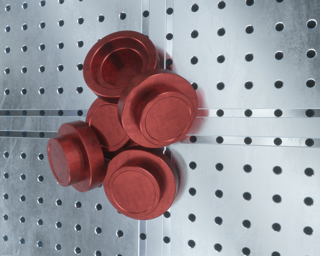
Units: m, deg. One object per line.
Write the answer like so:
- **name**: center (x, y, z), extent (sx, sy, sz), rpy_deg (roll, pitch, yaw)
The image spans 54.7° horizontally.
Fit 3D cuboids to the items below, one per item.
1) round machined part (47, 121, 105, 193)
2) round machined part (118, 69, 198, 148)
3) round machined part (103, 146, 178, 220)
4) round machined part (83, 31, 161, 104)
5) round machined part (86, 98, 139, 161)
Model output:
- **round machined part**: center (-0.119, 0.041, 0.419), extent (0.098, 0.042, 0.097), rpy_deg (20, 117, 45)
- **round machined part**: center (0.002, -0.018, 0.371), extent (0.098, 0.099, 0.042), rpy_deg (-58, 33, 11)
- **round machined part**: center (-0.028, 0.075, 0.399), extent (0.098, 0.042, 0.097), rpy_deg (3, 102, 13)
- **round machined part**: center (-0.047, -0.075, 0.407), extent (0.098, 0.042, 0.098), rpy_deg (-5, 68, 12)
- **round machined part**: center (-0.061, -0.003, 0.423), extent (0.098, 0.042, 0.097), rpy_deg (0, 90, 19)
